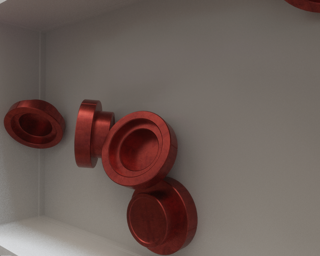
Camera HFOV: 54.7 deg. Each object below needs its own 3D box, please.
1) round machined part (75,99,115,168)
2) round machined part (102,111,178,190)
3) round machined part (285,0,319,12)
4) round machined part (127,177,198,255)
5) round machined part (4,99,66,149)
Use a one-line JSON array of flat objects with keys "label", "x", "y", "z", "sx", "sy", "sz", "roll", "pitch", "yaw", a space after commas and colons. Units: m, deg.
[{"label": "round machined part", "x": -0.090, "y": 0.009, "z": 0.444, "sx": 0.042, "sy": 0.098, "sz": 0.097, "roll": 5, "pitch": 94, "yaw": -3}, {"label": "round machined part", "x": -0.022, "y": 0.031, "z": 0.397, "sx": 0.098, "sy": 0.042, "sz": 0.098, "roll": -11, "pitch": 64, "yaw": 23}, {"label": "round machined part", "x": 0.143, "y": -0.145, "z": 0.249, "sx": 0.098, "sy": 0.098, "sz": 0.042, "roll": -1, "pitch": 62, "yaw": 39}, {"label": "round machined part", "x": -0.004, "y": 0.114, "z": 0.398, "sx": 0.098, "sy": 0.042, "sz": 0.097, "roll": 0, "pitch": 90, "yaw": 39}, {"label": "round machined part", "x": -0.217, "y": -0.012, "z": 0.547, "sx": 0.098, "sy": 0.098, "sz": 0.042, "roll": -41, "pitch": 30, "yaw": 32}]
